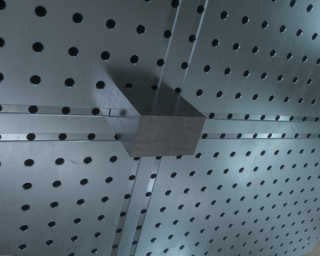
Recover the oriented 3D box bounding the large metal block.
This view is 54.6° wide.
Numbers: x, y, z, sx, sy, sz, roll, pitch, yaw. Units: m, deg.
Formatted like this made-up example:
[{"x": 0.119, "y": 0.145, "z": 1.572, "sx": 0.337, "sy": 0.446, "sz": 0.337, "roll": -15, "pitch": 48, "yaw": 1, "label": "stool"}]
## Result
[{"x": -0.006, "y": -0.009, "z": 0.366, "sx": 0.081, "sy": 0.080, "sz": 0.050, "roll": 1, "pitch": 118, "yaw": -29, "label": "large metal block"}]
